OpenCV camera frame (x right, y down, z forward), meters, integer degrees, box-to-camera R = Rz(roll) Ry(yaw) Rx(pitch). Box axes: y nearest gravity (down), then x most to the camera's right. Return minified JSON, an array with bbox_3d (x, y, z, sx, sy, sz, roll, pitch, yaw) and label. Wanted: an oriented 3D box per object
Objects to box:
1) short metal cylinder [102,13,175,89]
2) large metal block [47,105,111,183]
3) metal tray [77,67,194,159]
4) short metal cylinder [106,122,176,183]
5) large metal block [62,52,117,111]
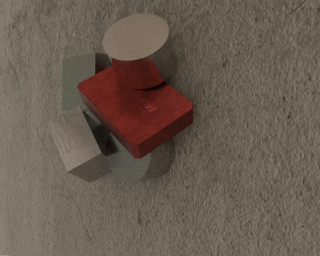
[{"bbox_3d":[-0.024,-0.095,0.384,0.080,0.050,0.080,-6,57,9],"label":"short metal cylinder"},{"bbox_3d":[-0.109,0.026,0.452,0.050,0.080,0.080,-30,68,-2],"label":"large metal block"},{"bbox_3d":[-0.032,-0.032,0.392,0.130,0.091,0.030,43,156,31],"label":"metal tray"},{"bbox_3d":[-0.026,0.030,0.412,0.080,0.050,0.080,0,90,40],"label":"short metal cylinder"},{"bbox_3d":[-0.105,-0.066,0.474,0.080,0.050,0.080,1,91,40],"label":"large metal block"}]
